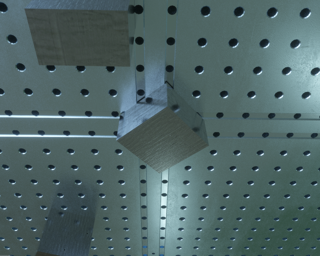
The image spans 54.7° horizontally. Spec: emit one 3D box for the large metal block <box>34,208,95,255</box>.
[{"bbox_3d":[-0.166,0.197,0.541,0.081,0.080,0.050,19,127,-16],"label":"large metal block"}]

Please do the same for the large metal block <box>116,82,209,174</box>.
[{"bbox_3d":[0.004,0.002,0.398,0.080,0.050,0.080,-33,123,24],"label":"large metal block"}]

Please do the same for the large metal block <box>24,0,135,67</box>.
[{"bbox_3d":[-0.066,-0.100,0.290,0.081,0.080,0.050,1,130,-1],"label":"large metal block"}]
